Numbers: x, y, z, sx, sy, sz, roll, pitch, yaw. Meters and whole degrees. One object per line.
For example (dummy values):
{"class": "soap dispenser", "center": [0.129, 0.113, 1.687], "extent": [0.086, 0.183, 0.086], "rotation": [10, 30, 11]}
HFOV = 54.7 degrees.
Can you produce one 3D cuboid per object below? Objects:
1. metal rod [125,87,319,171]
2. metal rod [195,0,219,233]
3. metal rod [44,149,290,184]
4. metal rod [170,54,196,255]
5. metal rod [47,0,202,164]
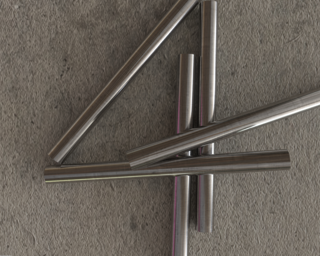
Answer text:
{"class": "metal rod", "center": [0.105, -0.007, 0.390], "extent": [0.302, 0.025, 0.025], "rotation": [-18, 90, -8]}
{"class": "metal rod", "center": [0.062, -0.015, 0.410], "extent": [0.025, 0.025, 0.298], "rotation": [1, 90, 0]}
{"class": "metal rod", "center": [0.002, 0.049, 0.387], "extent": [0.301, 0.025, 0.025], "rotation": [-5, 90, 8]}
{"class": "metal rod", "center": [0.030, 0.054, 0.410], "extent": [0.025, 0.025, 0.298], "rotation": [2, 90, 0]}
{"class": "metal rod", "center": [-0.041, -0.075, 0.409], "extent": [0.025, 0.025, 0.300], "rotation": [40, 90, 0]}
